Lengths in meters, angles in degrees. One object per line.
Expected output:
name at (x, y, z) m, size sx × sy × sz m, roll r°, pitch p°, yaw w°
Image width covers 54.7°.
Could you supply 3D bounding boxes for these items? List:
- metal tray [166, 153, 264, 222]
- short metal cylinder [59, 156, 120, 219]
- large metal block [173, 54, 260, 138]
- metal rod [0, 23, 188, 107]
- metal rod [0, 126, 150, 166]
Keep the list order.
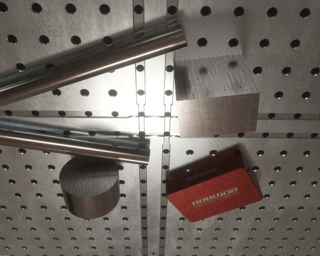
metal tray at (0.086, 0.099, 0.495) m, size 0.130 × 0.030 × 0.090 m, roll -24°, pitch 126°, yaw 19°
short metal cylinder at (-0.099, 0.082, 0.444) m, size 0.081 × 0.080 × 0.050 m, roll 2°, pitch 130°, yaw -2°
large metal block at (0.059, -0.037, 0.345) m, size 0.080 × 0.080 × 0.050 m, roll -5°, pitch 130°, yaw 4°
metal rod at (-0.116, -0.060, 0.358) m, size 0.301 × 0.025 × 0.025 m, roll -15°, pitch 129°, yaw 12°
metal rod at (-0.164, 0.018, 0.424) m, size 0.302 × 0.025 × 0.025 m, roll 9°, pitch 130°, yaw -8°
